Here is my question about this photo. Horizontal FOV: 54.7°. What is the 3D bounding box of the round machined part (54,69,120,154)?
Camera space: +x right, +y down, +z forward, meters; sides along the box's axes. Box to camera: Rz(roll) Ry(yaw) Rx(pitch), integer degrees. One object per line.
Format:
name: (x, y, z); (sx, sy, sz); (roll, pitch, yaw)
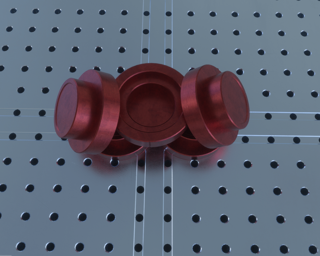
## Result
round machined part: (-0.089, -0.020, 0.355); (0.042, 0.098, 0.098); (10, 65, -37)

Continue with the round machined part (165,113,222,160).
round machined part: (0.043, -0.010, 0.407); (0.099, 0.042, 0.098); (0, 70, -1)

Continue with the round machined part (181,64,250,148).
round machined part: (0.070, -0.028, 0.359); (0.042, 0.098, 0.098); (-16, 65, 37)

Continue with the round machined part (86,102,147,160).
round machined part: (-0.055, -0.010, 0.405); (0.099, 0.042, 0.098); (0, 70, -1)

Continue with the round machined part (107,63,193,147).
round machined part: (-0.010, -0.024, 0.365); (0.099, 0.042, 0.098); (0, 70, -1)
